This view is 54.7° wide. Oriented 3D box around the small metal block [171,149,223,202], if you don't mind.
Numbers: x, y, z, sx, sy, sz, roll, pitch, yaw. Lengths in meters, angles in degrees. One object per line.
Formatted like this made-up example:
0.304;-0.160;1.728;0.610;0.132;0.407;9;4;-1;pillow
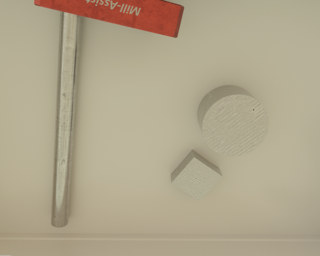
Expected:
0.051;0.067;0.437;0.050;0.025;0.050;35;106;-13;small metal block

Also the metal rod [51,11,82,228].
-0.126;0.002;0.410;0.025;0.025;0.298;8;110;-4;metal rod

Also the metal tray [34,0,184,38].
-0.052;-0.123;0.314;0.131;0.090;0.030;8;108;-18;metal tray

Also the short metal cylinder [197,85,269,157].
0.091;-0.010;0.396;0.081;0.050;0.079;0;110;-1;short metal cylinder
